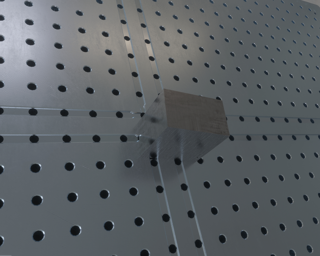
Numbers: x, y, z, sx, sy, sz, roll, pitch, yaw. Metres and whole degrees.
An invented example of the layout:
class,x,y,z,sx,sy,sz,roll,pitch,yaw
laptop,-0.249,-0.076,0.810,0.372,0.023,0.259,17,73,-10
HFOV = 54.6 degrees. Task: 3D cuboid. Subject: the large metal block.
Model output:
class,x,y,z,sx,sy,sz,roll,pitch,yaw
large metal block,0.026,0.001,0.386,0.081,0.080,0.050,8,58,-24
